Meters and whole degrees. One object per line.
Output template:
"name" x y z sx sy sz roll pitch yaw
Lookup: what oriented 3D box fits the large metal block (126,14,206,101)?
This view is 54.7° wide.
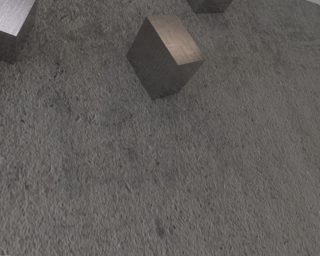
"large metal block" 0.005 -0.098 0.431 0.050 0.080 0.080 -20 73 -36

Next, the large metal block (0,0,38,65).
"large metal block" -0.198 -0.132 0.362 0.081 0.050 0.080 18 55 -18

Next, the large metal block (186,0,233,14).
"large metal block" 0.091 -0.272 0.602 0.081 0.050 0.080 -17 71 -35
